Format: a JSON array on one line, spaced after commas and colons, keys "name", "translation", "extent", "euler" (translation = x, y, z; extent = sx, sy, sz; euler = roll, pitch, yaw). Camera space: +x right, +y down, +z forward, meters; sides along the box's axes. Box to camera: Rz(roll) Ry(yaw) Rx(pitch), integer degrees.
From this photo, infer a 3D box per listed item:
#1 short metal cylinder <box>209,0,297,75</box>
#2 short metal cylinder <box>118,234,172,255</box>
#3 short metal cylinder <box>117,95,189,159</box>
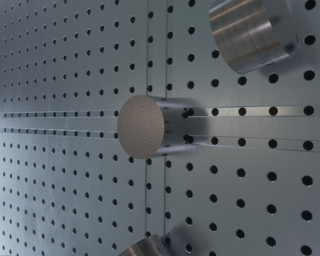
[{"name": "short metal cylinder", "translation": [0.091, -0.097, 0.298], "extent": [0.050, 0.081, 0.080], "euler": [-17, 79, 39]}, {"name": "short metal cylinder", "translation": [-0.021, 0.180, 0.391], "extent": [0.050, 0.081, 0.080], "euler": [52, 121, 27]}, {"name": "short metal cylinder", "translation": [-0.010, -0.001, 0.401], "extent": [0.080, 0.050, 0.079], "euler": [0, 90, 40]}]
